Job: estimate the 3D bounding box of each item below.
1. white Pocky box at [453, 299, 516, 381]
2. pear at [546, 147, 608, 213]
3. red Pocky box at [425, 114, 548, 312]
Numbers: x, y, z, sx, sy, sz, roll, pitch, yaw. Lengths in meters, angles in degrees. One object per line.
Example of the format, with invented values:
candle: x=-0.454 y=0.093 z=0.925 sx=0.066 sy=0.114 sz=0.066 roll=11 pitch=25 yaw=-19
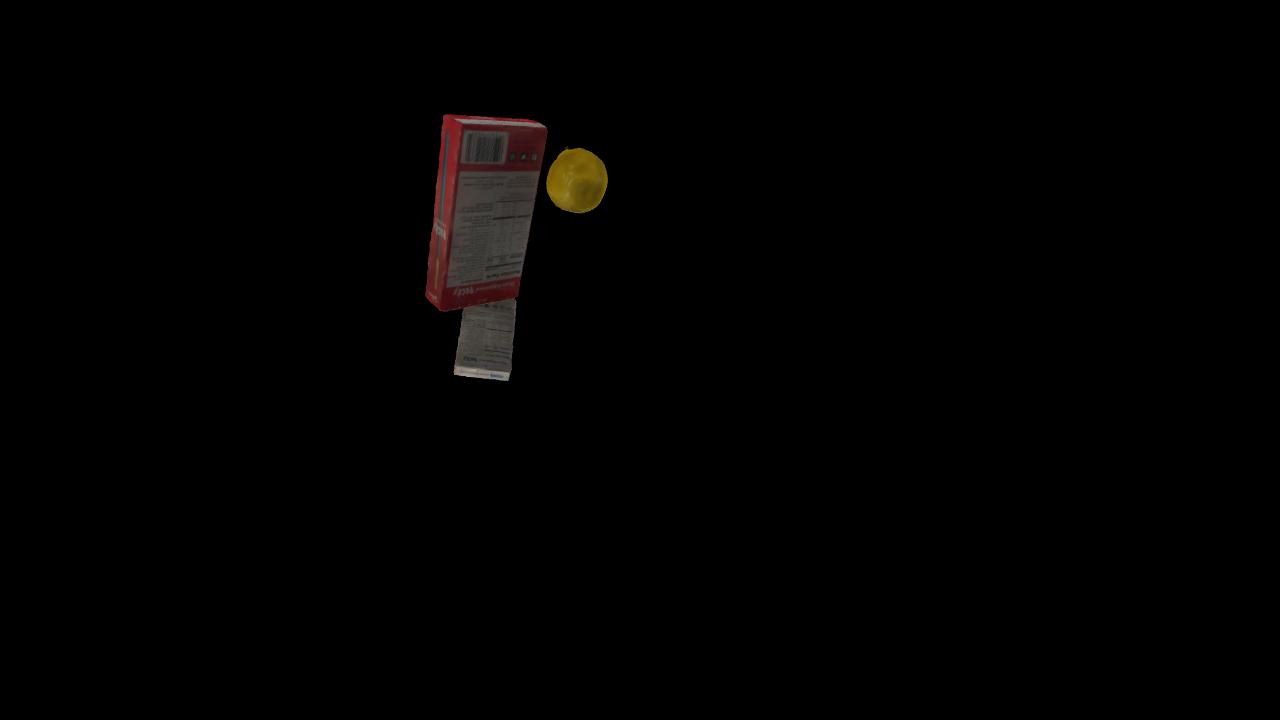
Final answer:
white Pocky box: x=-0.241 y=-0.038 z=0.966 sx=0.084 sy=0.154 sz=0.028 roll=7 pitch=-40 yaw=-14
pear: x=-0.089 y=-0.237 z=0.785 sx=0.080 sy=0.080 sz=0.111 roll=0 pitch=35 yaw=-32
red Pocky box: x=-0.127 y=-0.117 z=0.501 sx=0.028 sy=0.155 sz=0.083 roll=36 pitch=34 yaw=28
